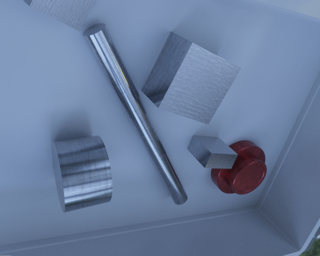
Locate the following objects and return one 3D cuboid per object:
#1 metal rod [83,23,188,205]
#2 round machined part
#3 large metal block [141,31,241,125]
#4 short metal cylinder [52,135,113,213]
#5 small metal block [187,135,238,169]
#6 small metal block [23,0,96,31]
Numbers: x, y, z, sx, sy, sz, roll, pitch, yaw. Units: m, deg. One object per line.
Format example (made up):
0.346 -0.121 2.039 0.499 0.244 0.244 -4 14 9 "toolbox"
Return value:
-0.017 0.007 0.405 0.025 0.025 0.299 -32 129 -8 "metal rod"
0.139 0.073 0.522 0.099 0.042 0.097 -14 125 -21 "round machined part"
0.037 -0.059 0.378 0.081 0.050 0.080 16 110 -35 "large metal block"
-0.091 0.051 0.356 0.050 0.080 0.079 -8 122 -25 "short metal cylinder"
0.077 0.035 0.459 0.050 0.050 0.025 5 116 -31 "small metal block"
-0.087 -0.124 0.279 0.050 0.025 0.050 17 111 -49 "small metal block"
